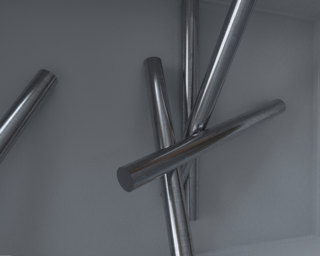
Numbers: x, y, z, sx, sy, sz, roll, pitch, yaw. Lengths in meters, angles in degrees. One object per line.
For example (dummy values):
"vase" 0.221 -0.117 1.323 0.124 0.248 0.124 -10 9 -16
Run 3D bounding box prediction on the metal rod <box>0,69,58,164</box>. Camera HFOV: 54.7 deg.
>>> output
"metal rod" -0.179 0.057 0.282 0.025 0.025 0.300 34 55 -17

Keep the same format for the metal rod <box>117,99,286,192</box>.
"metal rod" 0.076 0.007 0.385 0.302 0.025 0.025 -21 98 -40

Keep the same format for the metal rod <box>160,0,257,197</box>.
"metal rod" 0.059 -0.041 0.373 0.025 0.025 0.298 12 109 -20

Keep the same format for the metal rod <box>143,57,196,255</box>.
"metal rod" 0.011 0.049 0.352 0.025 0.025 0.299 0 66 -20

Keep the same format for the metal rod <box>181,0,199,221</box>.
"metal rod" 0.042 -0.025 0.427 0.025 0.025 0.298 0 90 -20
